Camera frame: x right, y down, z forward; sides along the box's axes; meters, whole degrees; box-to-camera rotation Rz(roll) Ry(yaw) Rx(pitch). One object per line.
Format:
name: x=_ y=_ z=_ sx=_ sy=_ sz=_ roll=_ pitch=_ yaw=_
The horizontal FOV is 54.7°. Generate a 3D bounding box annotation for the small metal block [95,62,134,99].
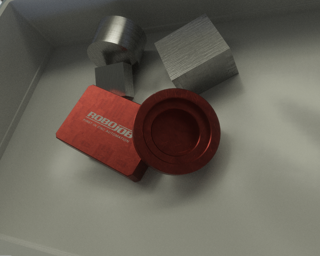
small metal block: x=-0.069 y=-0.069 z=0.470 sx=0.050 sy=0.025 sz=0.050 roll=-6 pitch=86 yaw=24

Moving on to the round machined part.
round machined part: x=0.017 y=0.006 z=0.361 sx=0.099 sy=0.042 sz=0.098 roll=2 pitch=78 yaw=-8

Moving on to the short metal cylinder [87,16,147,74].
short metal cylinder: x=-0.066 y=-0.126 z=0.480 sx=0.080 sy=0.080 sz=0.050 roll=0 pitch=62 yaw=28

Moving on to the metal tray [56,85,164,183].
metal tray: x=-0.063 y=0.004 z=0.415 sx=0.130 sy=0.030 sz=0.090 roll=24 pitch=74 yaw=24

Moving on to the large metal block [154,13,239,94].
large metal block: x=0.048 y=-0.096 z=0.422 sx=0.080 sy=0.050 sz=0.080 roll=-28 pitch=52 yaw=10
